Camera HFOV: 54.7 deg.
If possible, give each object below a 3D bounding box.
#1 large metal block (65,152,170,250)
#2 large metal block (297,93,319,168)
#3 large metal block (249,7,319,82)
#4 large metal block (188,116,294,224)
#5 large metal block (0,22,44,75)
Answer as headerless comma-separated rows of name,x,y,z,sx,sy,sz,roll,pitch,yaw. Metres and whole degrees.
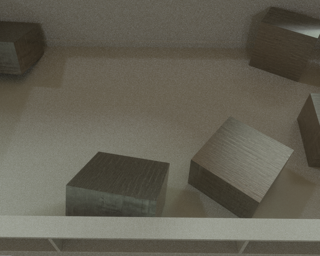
large metal block,-0.038,0.067,0.309,0.080,0.050,0.080,9,18,7
large metal block,0.228,0.005,0.386,0.080,0.050,0.080,5,50,4
large metal block,0.193,-0.129,0.479,0.080,0.080,0.050,24,54,19
large metal block,0.089,0.045,0.352,0.080,0.050,0.080,32,57,24
large metal block,-0.241,-0.126,0.482,0.080,0.050,0.080,5,36,4
